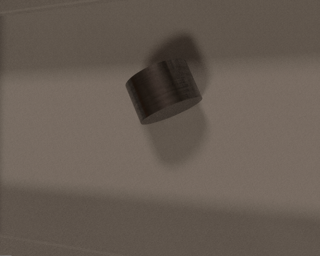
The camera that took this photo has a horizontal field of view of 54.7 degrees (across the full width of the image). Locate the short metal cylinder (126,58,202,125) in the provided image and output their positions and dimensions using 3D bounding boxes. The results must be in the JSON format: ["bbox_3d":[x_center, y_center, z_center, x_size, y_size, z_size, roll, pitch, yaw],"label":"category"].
[{"bbox_3d":[0.005,-0.043,0.379,0.080,0.080,0.050,-25,82,18],"label":"short metal cylinder"}]
